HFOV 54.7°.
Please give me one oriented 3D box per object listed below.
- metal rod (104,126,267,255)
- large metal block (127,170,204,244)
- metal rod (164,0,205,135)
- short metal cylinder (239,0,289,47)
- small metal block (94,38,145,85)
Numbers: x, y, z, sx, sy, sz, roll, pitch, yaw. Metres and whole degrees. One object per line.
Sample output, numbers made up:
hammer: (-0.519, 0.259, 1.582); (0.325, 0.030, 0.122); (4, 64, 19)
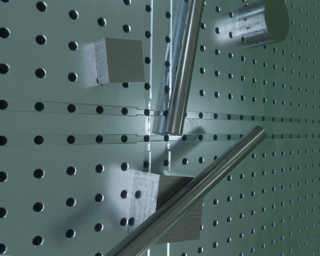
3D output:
metal rod: (0.046, 0.075, 0.382); (0.302, 0.025, 0.025); (-33, 111, -35)
large metal block: (0.009, 0.100, 0.401); (0.081, 0.050, 0.080); (11, 83, -39)
metal rod: (0.044, -0.137, 0.445); (0.025, 0.025, 0.299); (17, 79, -39)
short metal cylinder: (0.184, -0.187, 0.546); (0.081, 0.050, 0.080); (0, 90, -40)
small metal block: (-0.047, -0.078, 0.369); (0.050, 0.025, 0.050); (-8, 96, -40)
